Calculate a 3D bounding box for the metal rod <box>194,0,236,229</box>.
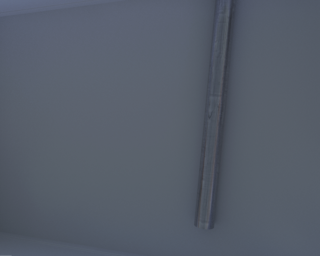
[{"bbox_3d":[0.069,-0.025,0.385,0.025,0.025,0.298,6,92,19],"label":"metal rod"}]
